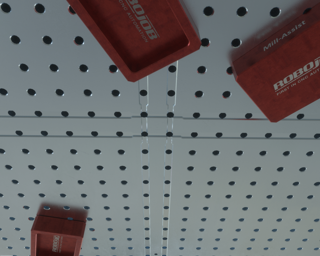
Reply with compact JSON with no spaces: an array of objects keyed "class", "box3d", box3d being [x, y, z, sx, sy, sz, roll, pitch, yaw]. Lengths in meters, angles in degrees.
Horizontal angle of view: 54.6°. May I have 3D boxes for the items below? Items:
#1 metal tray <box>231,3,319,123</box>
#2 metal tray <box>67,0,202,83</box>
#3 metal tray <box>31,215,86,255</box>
[{"class":"metal tray","box3d":[0.160,-0.071,0.349,0.130,0.030,0.090,-34,123,25]},{"class":"metal tray","box3d":[-0.027,-0.118,0.307,0.090,0.030,0.130,-24,126,19]},{"class":"metal tray","box3d":[-0.197,0.222,0.595,0.091,0.030,0.129,12,129,-10]}]
